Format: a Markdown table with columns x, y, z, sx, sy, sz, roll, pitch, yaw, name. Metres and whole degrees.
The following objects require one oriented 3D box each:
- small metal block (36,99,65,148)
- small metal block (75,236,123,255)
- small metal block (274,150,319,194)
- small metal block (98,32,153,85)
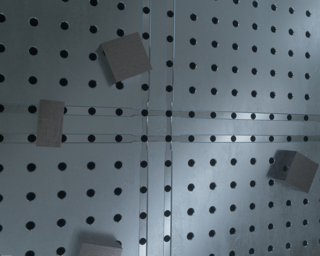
| x | y | z | sx | sy | sz | roll | pitch | yaw | name |
| --- | --- | --- | --- | --- | --- | --- | --- | --- | --- |
| -0.125 | -0.005 | 0.353 | 0.025 | 0.050 | 0.050 | 5 | 89 | -20 | small metal block |
| -0.079 | 0.166 | 0.384 | 0.050 | 0.025 | 0.050 | 17 | 84 | -19 | small metal block |
| 0.217 | 0.069 | 0.492 | 0.050 | 0.025 | 0.050 | 28 | 81 | -18 | small metal block |
| -0.044 | -0.088 | 0.396 | 0.050 | 0.025 | 0.050 | -24 | 98 | -18 | small metal block |
